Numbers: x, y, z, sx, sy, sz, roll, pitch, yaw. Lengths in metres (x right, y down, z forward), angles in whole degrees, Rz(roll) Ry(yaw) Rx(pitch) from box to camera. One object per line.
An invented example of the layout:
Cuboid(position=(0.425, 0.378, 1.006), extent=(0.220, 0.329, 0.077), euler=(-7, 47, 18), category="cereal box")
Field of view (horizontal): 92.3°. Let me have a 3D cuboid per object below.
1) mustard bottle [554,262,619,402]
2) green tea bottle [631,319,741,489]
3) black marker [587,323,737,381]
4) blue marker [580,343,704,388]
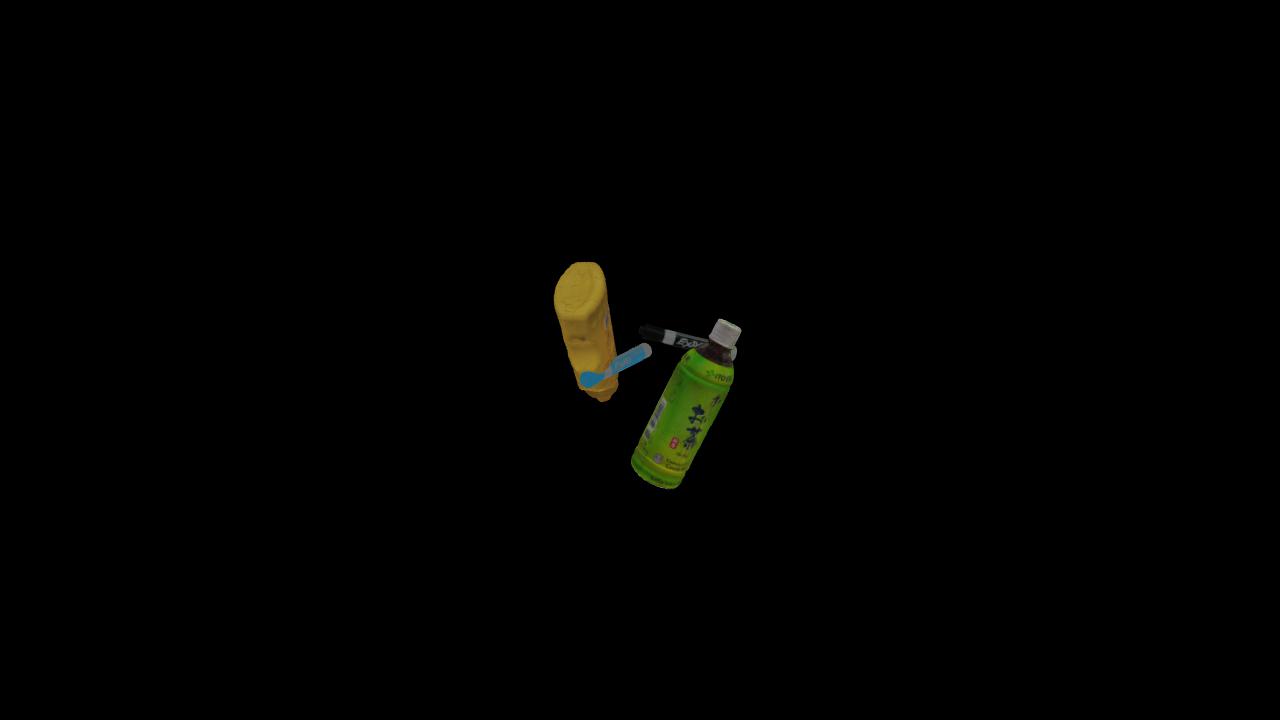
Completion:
Cuboid(position=(-0.053, -0.014, 0.702), extent=(0.054, 0.092, 0.184), euler=(-4, -42, 4), category="mustard bottle")
Cuboid(position=(0.060, 0.050, 0.735), extent=(0.073, 0.212, 0.073), euler=(22, 17, -7), category="green tea bottle")
Cuboid(position=(0.056, -0.021, 0.726), extent=(0.121, 0.020, 0.020), euler=(13, -4, -15), category="black marker")
Cuboid(position=(-0.027, 0.006, 0.711), extent=(0.020, 0.020, 0.121), euler=(0, 17, 37), category="blue marker")
